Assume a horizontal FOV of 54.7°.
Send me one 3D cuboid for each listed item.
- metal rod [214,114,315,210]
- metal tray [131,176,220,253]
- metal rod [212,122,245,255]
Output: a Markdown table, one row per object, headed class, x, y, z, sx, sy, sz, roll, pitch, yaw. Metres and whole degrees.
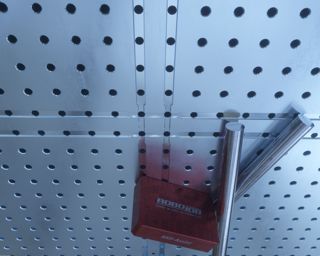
| class | x | y | z | sx | sy | sz | roll | pitch | yaw |
| --- | --- | --- | --- | --- | --- | --- | --- | --- | --- |
| metal rod | 0.127 | 0.093 | 0.492 | 0.025 | 0.025 | 0.298 | 20 | 127 | -17 |
| metal tray | 0.024 | 0.133 | 0.482 | 0.131 | 0.090 | 0.030 | 19 | 127 | -16 |
| metal rod | 0.103 | 0.125 | 0.489 | 0.025 | 0.025 | 0.298 | -1 | 121 | 0 |
